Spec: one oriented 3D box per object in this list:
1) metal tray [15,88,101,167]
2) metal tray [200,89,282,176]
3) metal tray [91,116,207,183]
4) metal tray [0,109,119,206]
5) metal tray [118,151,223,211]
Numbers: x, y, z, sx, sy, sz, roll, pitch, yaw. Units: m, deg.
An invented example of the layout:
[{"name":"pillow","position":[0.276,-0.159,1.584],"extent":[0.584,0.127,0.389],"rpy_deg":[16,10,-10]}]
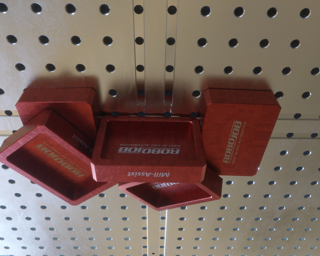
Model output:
[{"name":"metal tray","position":[-0.125,0.009,0.414],"extent":[0.091,0.030,0.129],"rpy_deg":[-1,131,0]},{"name":"metal tray","position":[0.097,0.011,0.418],"extent":[0.091,0.030,0.129],"rpy_deg":[2,130,-3]},{"name":"metal tray","position":[-0.013,0.024,0.388],"extent":[0.131,0.090,0.030],"rpy_deg":[1,130,-2]},{"name":"metal tray","position":[-0.127,0.044,0.403],"extent":[0.090,0.030,0.130],"rpy_deg":[-31,125,23]},{"name":"metal tray","position":[0.013,0.082,0.454],"extent":[0.130,0.030,0.090],"rpy_deg":[-24,129,40]}]
